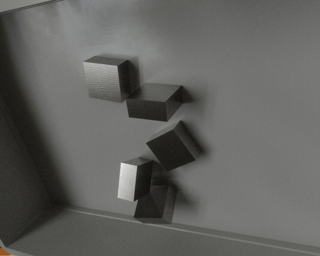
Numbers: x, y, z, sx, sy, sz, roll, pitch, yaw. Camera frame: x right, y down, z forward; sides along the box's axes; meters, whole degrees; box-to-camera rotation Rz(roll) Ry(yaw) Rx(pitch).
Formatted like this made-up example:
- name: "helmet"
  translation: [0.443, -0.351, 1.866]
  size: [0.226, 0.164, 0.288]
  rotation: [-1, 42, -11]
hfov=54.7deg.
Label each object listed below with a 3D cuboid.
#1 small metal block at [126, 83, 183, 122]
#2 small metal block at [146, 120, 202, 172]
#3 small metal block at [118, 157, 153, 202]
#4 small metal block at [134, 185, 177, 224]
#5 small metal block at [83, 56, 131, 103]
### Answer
- name: "small metal block"
  translation: [-0.005, -0.033, 0.374]
  size: [0.050, 0.050, 0.025]
  rotation: [7, 122, 24]
- name: "small metal block"
  translation: [0.018, 0.025, 0.413]
  size: [0.050, 0.025, 0.050]
  rotation: [-28, 103, 37]
- name: "small metal block"
  translation: [-0.034, 0.072, 0.443]
  size: [0.025, 0.050, 0.050]
  rotation: [9, 97, 23]
- name: "small metal block"
  translation: [-0.006, 0.114, 0.461]
  size: [0.050, 0.050, 0.025]
  rotation: [-10, 141, 32]
- name: "small metal block"
  translation: [-0.068, -0.064, 0.403]
  size: [0.050, 0.025, 0.050]
  rotation: [11, 123, 22]
